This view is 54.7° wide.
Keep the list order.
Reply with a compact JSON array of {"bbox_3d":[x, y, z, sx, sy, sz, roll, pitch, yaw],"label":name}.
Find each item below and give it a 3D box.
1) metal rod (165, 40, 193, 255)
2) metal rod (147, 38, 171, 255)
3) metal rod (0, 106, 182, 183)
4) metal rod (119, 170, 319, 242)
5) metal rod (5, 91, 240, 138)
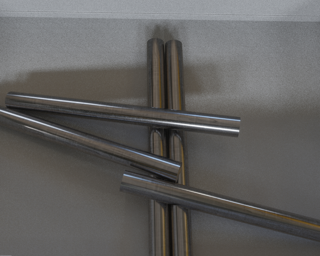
[{"bbox_3d":[0.023,0.019,0.400,0.025,0.025,0.299,-1,70,-1],"label":"metal rod"},{"bbox_3d":[-0.003,0.017,0.400,0.025,0.025,0.299,-1,70,-1],"label":"metal rod"},{"bbox_3d":[-0.120,0.010,0.389,0.301,0.025,0.025,16,71,11],"label":"metal rod"},{"bbox_3d":[0.103,0.098,0.355,0.302,0.025,0.025,15,71,-1],"label":"metal rod"},{"bbox_3d":[-0.053,-0.019,0.394,0.301,0.025,0.025,7,70,9],"label":"metal rod"}]
